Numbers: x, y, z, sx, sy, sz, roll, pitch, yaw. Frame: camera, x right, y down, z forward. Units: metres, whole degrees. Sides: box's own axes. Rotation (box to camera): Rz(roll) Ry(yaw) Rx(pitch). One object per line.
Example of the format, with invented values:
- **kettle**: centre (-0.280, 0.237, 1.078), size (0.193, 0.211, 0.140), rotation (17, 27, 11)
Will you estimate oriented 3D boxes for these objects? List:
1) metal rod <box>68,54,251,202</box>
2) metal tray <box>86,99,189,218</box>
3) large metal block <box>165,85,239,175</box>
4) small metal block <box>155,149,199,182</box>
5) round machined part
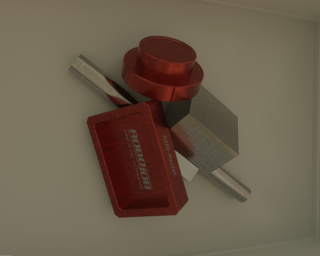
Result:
- **metal rod**: centre (0.011, 0.010, 0.414), size (0.301, 0.025, 0.025), rotation (38, 78, -16)
- **metal tray**: centre (-0.027, 0.038, 0.367), size (0.030, 0.090, 0.129), rotation (-26, 102, -60)
- **large metal block**: centre (0.053, -0.002, 0.396), size (0.080, 0.050, 0.080), rotation (39, 35, -16)
- **small metal block**: centre (0.017, 0.042, 0.403), size (0.050, 0.050, 0.025), rotation (40, 77, -16)
- **round machined part**: centre (0.006, -0.077, 0.371), size (0.099, 0.098, 0.042), rotation (-2, 131, -20)
